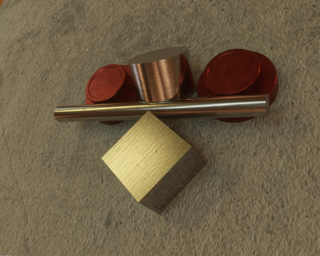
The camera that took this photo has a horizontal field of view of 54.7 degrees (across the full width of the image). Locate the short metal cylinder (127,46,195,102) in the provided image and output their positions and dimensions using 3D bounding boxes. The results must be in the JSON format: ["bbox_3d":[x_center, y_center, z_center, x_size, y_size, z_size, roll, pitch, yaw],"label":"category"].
[{"bbox_3d":[0.003,-0.072,0.408,0.080,0.050,0.080,-11,23,5],"label":"short metal cylinder"}]

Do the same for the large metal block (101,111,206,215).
[{"bbox_3d":[-0.008,0.039,0.366,0.080,0.050,0.080,-46,51,-4],"label":"large metal block"}]

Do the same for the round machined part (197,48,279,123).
[{"bbox_3d":[0.092,-0.058,0.382,0.098,0.042,0.098,-13,56,21],"label":"round machined part"}]

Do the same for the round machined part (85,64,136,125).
[{"bbox_3d":[-0.072,-0.057,0.466,0.098,0.042,0.098,-13,56,21],"label":"round machined part"}]

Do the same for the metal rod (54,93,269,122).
[{"bbox_3d":[-0.018,-0.023,0.401,0.300,0.025,0.025,-1,61,27],"label":"metal rod"}]
